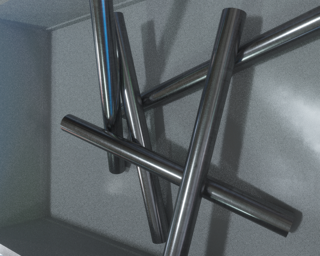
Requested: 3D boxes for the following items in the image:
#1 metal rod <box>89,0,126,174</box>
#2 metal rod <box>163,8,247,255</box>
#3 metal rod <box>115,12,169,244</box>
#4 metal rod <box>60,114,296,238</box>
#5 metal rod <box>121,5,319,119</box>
[{"bbox_3d":[-0.063,-0.064,0.380,0.025,0.025,0.298,29,133,36],"label":"metal rod"},{"bbox_3d":[0.041,0.027,0.318,0.025,0.025,0.298,14,91,39],"label":"metal rod"},{"bbox_3d":[-0.029,0.000,0.403,0.025,0.025,0.298,-11,91,39],"label":"metal rod"},{"bbox_3d":[0.000,0.044,0.363,0.300,0.025,0.025,22,104,24],"label":"metal rod"},{"bbox_3d":[0.059,-0.066,0.357,0.299,0.025,0.025,-21,77,38],"label":"metal rod"}]
